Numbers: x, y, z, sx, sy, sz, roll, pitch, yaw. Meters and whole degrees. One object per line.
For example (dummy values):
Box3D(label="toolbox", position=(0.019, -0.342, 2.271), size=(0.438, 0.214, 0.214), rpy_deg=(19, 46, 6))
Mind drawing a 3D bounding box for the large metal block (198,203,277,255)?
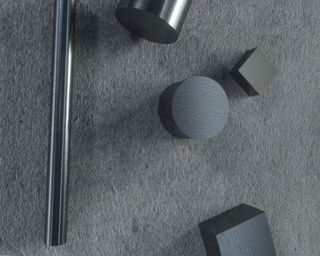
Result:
Box3D(label="large metal block", position=(0.110, 0.164, 0.437), size=(0.081, 0.050, 0.080), rpy_deg=(-18, 96, -19))

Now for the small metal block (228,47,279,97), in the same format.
Box3D(label="small metal block", position=(0.139, -0.083, 0.460), size=(0.050, 0.025, 0.050), rpy_deg=(44, 76, -15))

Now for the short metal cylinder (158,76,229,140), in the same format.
Box3D(label="short metal cylinder", position=(0.043, -0.025, 0.412), size=(0.081, 0.050, 0.079), rpy_deg=(0, 90, -20))

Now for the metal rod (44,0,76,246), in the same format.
Box3D(label="metal rod", position=(-0.117, -0.015, 0.365), size=(0.025, 0.025, 0.298), rpy_deg=(2, 89, -20))

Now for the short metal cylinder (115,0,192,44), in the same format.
Box3D(label="short metal cylinder", position=(-0.008, -0.145, 0.377), size=(0.080, 0.080, 0.050), rpy_deg=(23, 83, -19))
